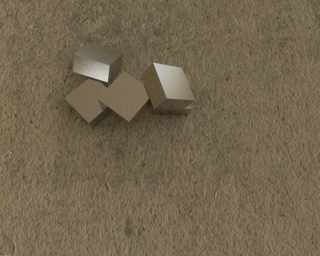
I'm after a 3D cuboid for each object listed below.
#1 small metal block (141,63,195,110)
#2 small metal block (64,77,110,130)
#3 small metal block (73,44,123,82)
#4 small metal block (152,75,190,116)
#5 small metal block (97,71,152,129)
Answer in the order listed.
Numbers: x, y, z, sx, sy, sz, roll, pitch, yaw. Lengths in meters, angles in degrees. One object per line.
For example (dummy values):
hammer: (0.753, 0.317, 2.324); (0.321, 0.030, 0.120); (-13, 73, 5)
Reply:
small metal block: (0.011, -0.051, 0.388); (0.050, 0.025, 0.050); (-1, 64, -44)
small metal block: (-0.091, -0.035, 0.421); (0.050, 0.025, 0.050); (-43, 76, -14)
small metal block: (-0.085, -0.091, 0.429); (0.050, 0.025, 0.050); (18, 34, 6)
small metal block: (0.015, -0.045, 0.426); (0.050, 0.025, 0.050); (2, 70, 0)
small metal block: (-0.042, -0.036, 0.394); (0.050, 0.025, 0.050); (36, 74, 12)
